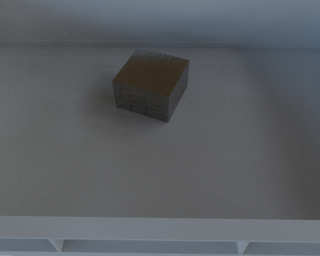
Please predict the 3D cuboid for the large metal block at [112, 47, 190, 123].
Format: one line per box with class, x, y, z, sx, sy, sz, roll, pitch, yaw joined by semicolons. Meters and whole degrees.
large metal block;-0.011;-0.063;0.442;0.080;0.050;0.080;17;52;14
